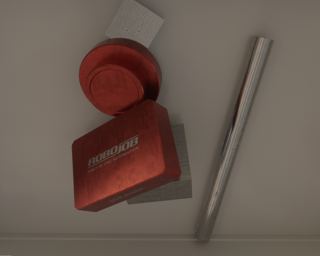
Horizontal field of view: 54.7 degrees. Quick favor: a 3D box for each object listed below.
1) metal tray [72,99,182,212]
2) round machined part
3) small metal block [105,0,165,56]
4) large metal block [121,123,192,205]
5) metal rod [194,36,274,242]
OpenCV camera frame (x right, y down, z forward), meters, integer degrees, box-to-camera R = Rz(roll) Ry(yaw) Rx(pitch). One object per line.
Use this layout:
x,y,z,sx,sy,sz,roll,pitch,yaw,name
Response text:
-0.045,0.034,0.358,0.130,0.090,0.030,-27,148,26,metal tray
-0.049,-0.052,0.368,0.099,0.042,0.097,5,126,7,round machined part
-0.029,-0.120,0.367,0.050,0.025,0.050,30,107,-11,small metal block
-0.005,0.045,0.391,0.080,0.080,0.050,-6,142,2,large metal block
0.095,0.028,0.423,0.025,0.025,0.298,11,110,-5,metal rod
